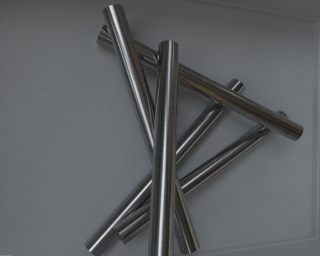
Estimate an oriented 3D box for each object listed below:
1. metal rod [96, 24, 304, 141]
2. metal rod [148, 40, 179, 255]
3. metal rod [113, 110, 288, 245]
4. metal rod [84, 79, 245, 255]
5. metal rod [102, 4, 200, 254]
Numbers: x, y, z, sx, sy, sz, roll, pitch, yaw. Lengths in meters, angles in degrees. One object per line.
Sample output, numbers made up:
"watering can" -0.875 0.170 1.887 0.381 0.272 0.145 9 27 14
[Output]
"metal rod" 0.061 -0.055 0.412 0.301 0.025 0.025 25 82 -11
"metal rod" 0.005 0.041 0.332 0.025 0.025 0.299 10 70 -20
"metal rod" 0.071 0.055 0.424 0.302 0.025 0.025 -31 101 -23
"metal rod" 0.015 0.044 0.417 0.025 0.025 0.301 47 75 -15
"metal rod" -0.010 0.003 0.367 0.025 0.025 0.298 -19 92 -19
